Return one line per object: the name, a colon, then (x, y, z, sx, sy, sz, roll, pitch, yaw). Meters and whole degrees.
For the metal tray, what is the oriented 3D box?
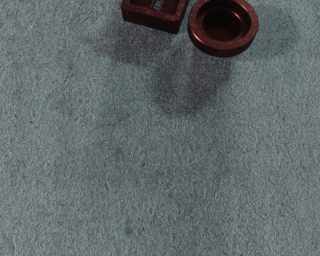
metal tray: (0.003, -0.217, 0.484, 0.090, 0.030, 0.130, 17, 71, 5)

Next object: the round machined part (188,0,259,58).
round machined part: (0.089, -0.144, 0.453, 0.099, 0.042, 0.098, 0, 70, -1)
